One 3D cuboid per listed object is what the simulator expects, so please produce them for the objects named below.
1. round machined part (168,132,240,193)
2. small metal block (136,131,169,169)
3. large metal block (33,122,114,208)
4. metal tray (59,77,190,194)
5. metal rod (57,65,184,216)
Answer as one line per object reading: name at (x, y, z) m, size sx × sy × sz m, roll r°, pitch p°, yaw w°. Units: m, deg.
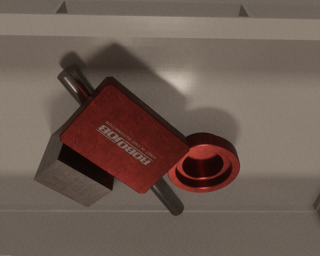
round machined part at (0.059, 0.045, 0.437) m, size 0.099 × 0.042 × 0.097 m, roll -1°, pitch 130°, yaw 0°
small metal block at (-0.015, 0.022, 0.410) m, size 0.050 × 0.025 × 0.050 m, roll -12°, pitch 130°, yaw -31°
large metal block at (-0.106, 0.045, 0.409) m, size 0.050 × 0.080 × 0.080 m, roll -37°, pitch 121°, yaw 27°
metal tray at (-0.040, 0.013, 0.375) m, size 0.130 × 0.030 × 0.090 m, roll 39°, pitch 103°, yaw -23°
metal rod at (-0.039, 0.037, 0.440) m, size 0.025 × 0.025 × 0.299 m, roll -22°, pitch 127°, yaw 17°
